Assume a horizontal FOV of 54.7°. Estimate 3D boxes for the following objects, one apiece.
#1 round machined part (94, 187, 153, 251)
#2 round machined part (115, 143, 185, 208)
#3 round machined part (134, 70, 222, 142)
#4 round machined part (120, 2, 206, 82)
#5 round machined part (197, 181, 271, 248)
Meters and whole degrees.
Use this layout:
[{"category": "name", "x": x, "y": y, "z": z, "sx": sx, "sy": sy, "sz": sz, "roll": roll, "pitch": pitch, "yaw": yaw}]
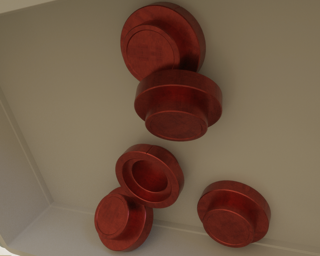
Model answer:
[{"category": "round machined part", "x": -0.062, "y": 0.138, "z": 0.478, "sx": 0.098, "sy": 0.098, "sz": 0.042, "roll": -10, "pitch": 153, "yaw": 32}, {"category": "round machined part", "x": -0.011, "y": 0.063, "z": 0.443, "sx": 0.098, "sy": 0.042, "sz": 0.097, "roll": 13, "pitch": 124, "yaw": 21}, {"category": "round machined part", "x": 0.019, "y": -0.018, "z": 0.346, "sx": 0.099, "sy": 0.042, "sz": 0.098, "roll": 5, "pitch": 151, "yaw": 3}, {"category": "round machined part", "x": -0.002, "y": -0.086, "z": 0.346, "sx": 0.098, "sy": 0.042, "sz": 0.097, "roll": 13, "pitch": 124, "yaw": 21}, {"category": "round machined part", "x": 0.097, "y": 0.123, "z": 0.423, "sx": 0.098, "sy": 0.042, "sz": 0.097, "roll": 13, "pitch": 124, "yaw": 21}]
